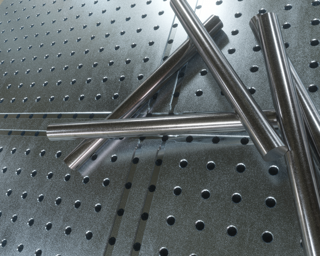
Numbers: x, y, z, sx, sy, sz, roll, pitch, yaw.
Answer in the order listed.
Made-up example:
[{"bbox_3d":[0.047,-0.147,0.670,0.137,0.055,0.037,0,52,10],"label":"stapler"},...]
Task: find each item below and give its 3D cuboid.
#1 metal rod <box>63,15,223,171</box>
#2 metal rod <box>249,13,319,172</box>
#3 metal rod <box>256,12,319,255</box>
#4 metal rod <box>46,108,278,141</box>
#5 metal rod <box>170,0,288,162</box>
[{"bbox_3d":[-0.022,-0.053,0.450,0.300,0.025,0.025,-45,51,-4],"label":"metal rod"},{"bbox_3d":[0.156,-0.025,0.341,0.025,0.025,0.299,-21,54,16],"label":"metal rod"},{"bbox_3d":[0.134,0.005,0.313,0.025,0.025,0.299,-12,63,21],"label":"metal rod"},{"bbox_3d":[-0.011,-0.002,0.393,0.301,0.025,0.025,-3,60,18],"label":"metal rod"},{"bbox_3d":[0.069,-0.086,0.388,0.025,0.025,0.300,-29,51,10],"label":"metal rod"}]
